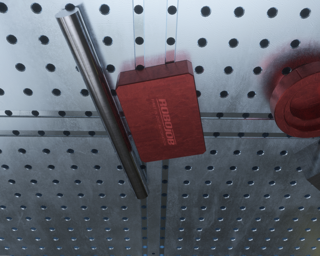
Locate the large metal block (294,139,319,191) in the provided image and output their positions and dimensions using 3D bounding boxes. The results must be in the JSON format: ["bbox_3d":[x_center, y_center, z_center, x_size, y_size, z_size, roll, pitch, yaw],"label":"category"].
[{"bbox_3d":[0.259,0.054,0.445,0.080,0.050,0.080,36,121,-27],"label":"large metal block"}]

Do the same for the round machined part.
[{"bbox_3d":[0.182,-0.038,0.371,0.099,0.042,0.097,-1,130,0],"label":"round machined part"}]

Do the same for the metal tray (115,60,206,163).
[{"bbox_3d":[0.006,-0.015,0.396,0.090,0.030,0.129,-10,130,7],"label":"metal tray"}]

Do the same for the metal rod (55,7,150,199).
[{"bbox_3d":[-0.061,-0.005,0.405,0.025,0.025,0.298,-10,130,8],"label":"metal rod"}]
